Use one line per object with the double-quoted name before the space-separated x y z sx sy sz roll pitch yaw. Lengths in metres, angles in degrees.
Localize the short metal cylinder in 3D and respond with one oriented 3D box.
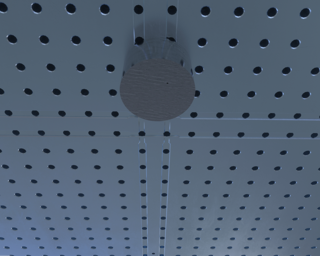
"short metal cylinder" -0.003 -0.054 0.349 0.081 0.050 0.079 0 130 0
